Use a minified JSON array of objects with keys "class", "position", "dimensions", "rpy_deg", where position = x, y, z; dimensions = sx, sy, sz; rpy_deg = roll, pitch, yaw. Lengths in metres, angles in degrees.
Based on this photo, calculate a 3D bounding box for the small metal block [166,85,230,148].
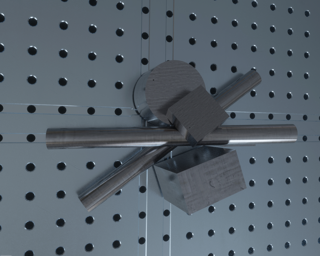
[{"class":"small metal block","position":[0.043,-0.014,0.363],"dimensions":[0.050,0.025,0.050],"rpy_deg":[-37,79,-16]}]

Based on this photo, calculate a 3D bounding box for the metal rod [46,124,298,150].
[{"class":"metal rod","position":[0.020,0.010,0.379],"dimensions":[0.302,0.025,0.025],"rpy_deg":[-1,91,-7]}]

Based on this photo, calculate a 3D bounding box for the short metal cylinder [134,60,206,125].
[{"class":"short metal cylinder","position":[0.012,-0.043,0.400],"dimensions":[0.081,0.050,0.079],"rpy_deg":[0,89,-20]}]

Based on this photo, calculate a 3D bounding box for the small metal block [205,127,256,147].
[{"class":"small metal block","position":[0.097,0.012,0.432],"dimensions":[0.050,0.050,0.025],"rpy_deg":[0,90,-19]}]

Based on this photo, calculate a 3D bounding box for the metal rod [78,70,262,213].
[{"class":"metal rod","position":[0.025,0.009,0.419],"dimensions":[0.301,0.025,0.025],"rpy_deg":[-36,102,-17]}]

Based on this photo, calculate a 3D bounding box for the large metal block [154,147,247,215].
[{"class":"large metal block","position":[0.048,0.061,0.397],"dimensions":[0.081,0.080,0.050],"rpy_deg":[-19,97,-19]}]
